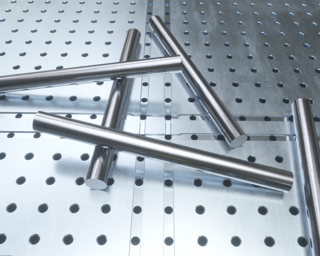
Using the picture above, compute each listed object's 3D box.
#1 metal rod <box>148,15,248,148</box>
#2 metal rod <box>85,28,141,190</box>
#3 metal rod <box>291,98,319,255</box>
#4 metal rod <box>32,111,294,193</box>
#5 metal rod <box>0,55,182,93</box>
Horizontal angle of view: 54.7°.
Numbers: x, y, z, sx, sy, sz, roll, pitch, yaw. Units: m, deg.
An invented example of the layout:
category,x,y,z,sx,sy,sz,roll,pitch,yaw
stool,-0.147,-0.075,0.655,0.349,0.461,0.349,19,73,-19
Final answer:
category,x,y,z,sx,sy,sz,roll,pitch,yaw
metal rod,0.045,-0.090,0.483,0.025,0.025,0.300,-17,52,-14
metal rod,-0.060,-0.050,0.448,0.025,0.025,0.300,4,50,3
metal rod,0.174,0.080,0.342,0.025,0.025,0.300,8,50,6
metal rod,0.002,0.027,0.362,0.302,0.025,0.025,14,51,2
metal rod,-0.120,-0.075,0.445,0.302,0.025,0.025,-6,50,4
